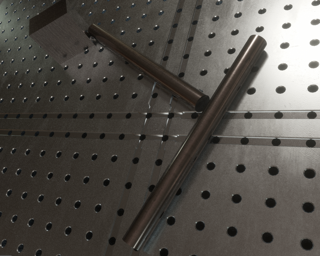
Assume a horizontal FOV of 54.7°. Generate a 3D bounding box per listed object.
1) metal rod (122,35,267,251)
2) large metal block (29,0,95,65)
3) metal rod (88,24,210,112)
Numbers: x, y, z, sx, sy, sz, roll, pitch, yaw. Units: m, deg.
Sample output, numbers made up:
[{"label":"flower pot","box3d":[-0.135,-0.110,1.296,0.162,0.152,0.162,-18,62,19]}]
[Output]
[{"label":"metal rod","box3d":[0.049,0.008,0.376,0.025,0.025,0.300,24,74,36]},{"label":"large metal block","box3d":[-0.181,-0.177,0.574,0.080,0.080,0.050,-26,53,12]},{"label":"metal rod","box3d":[-0.035,-0.108,0.490,0.025,0.025,0.300,-46,52,-4]}]
